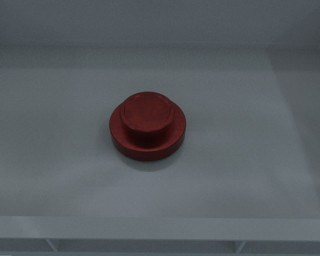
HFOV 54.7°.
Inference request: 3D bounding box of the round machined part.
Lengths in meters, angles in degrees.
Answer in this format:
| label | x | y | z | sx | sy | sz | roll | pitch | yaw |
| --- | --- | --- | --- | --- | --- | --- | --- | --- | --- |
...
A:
| label | x | y | z | sx | sy | sz | roll | pitch | yaw |
| --- | --- | --- | --- | --- | --- | --- | --- | --- | --- |
| round machined part | -0.016 | -0.009 | 0.397 | 0.099 | 0.042 | 0.098 | 0 | 50 | 0 |
